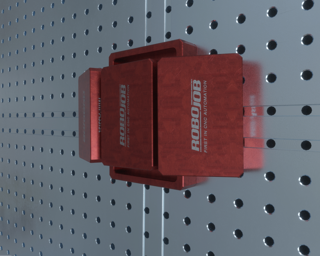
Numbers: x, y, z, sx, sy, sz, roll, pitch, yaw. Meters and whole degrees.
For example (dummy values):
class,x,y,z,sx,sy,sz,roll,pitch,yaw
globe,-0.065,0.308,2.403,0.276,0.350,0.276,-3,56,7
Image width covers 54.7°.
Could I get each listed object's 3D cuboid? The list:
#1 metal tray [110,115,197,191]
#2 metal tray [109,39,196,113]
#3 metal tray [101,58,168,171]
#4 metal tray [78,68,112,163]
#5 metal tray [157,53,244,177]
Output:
class,x,y,z,sx,sy,sz,roll,pitch,yaw
metal tray,-0.013,0.029,0.415,0.130,0.030,0.089,1,91,39
metal tray,-0.014,-0.062,0.415,0.130,0.030,0.089,1,91,39
metal tray,-0.034,-0.016,0.392,0.090,0.030,0.129,0,90,39
metal tray,-0.098,-0.017,0.461,0.090,0.030,0.129,180,90,-65
metal tray,0.045,-0.013,0.343,0.090,0.030,0.129,-1,90,12
